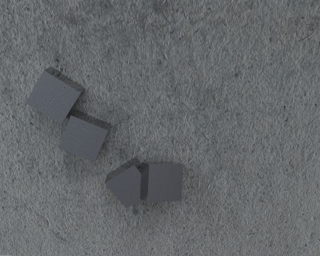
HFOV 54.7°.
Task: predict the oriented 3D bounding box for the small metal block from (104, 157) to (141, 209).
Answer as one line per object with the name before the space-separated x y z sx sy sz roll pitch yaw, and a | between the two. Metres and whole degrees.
small metal block | -0.041 0.077 0.438 0.050 0.025 0.050 -33 107 11

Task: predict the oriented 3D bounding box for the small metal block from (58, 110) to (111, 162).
small metal block | -0.100 0.011 0.413 0.050 0.025 0.050 23 108 -9

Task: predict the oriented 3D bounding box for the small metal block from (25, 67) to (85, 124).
small metal block | -0.132 -0.041 0.393 0.050 0.025 0.050 33 107 -12

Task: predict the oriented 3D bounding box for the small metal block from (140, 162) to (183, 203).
small metal block | 0.002 0.072 0.419 0.050 0.025 0.050 3 90 -26
